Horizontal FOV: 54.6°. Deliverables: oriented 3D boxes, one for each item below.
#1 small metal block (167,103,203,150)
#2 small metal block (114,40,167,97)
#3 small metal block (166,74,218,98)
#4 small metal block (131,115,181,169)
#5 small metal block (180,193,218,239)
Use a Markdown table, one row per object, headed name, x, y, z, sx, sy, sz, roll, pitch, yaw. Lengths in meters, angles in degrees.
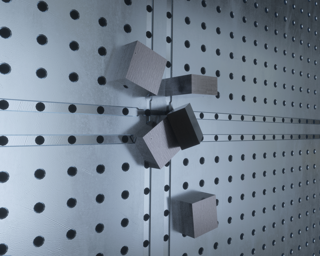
| name | x | y | z | sx | sy | sz | roll | pitch | yaw |
| --- | --- | --- | --- | --- | --- | --- | --- | --- | --- |
| small metal block | 0.035 | -0.003 | 0.416 | 0.050 | 0.025 | 0.050 | 67 | 16 | -6 |
| small metal block | -0.023 | -0.073 | 0.389 | 0.050 | 0.025 | 0.050 | 25 | 74 | -37 |
| small metal block | 0.043 | -0.057 | 0.428 | 0.050 | 0.050 | 0.025 | -2 | 91 | -40 |
| small metal block | -0.002 | 0.018 | 0.406 | 0.050 | 0.025 | 0.050 | -42 | 115 | -32 |
| small metal block | 0.058 | 0.127 | 0.457 | 0.050 | 0.025 | 0.050 | -8 | 95 | -40 |
